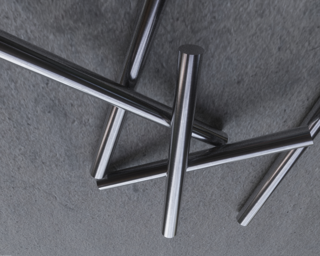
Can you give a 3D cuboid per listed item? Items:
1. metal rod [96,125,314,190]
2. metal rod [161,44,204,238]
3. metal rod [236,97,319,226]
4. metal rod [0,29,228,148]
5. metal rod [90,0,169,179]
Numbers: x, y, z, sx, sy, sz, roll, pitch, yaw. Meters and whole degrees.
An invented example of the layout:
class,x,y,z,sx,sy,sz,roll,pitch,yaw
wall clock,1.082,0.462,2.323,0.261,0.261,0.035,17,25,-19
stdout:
class,x,y,z,sx,sy,sz,roll,pitch,yaw
metal rod,0.043,0.046,0.421,0.300,0.025,0.025,-16,129,22
metal rod,0.022,0.042,0.389,0.025,0.025,0.298,2,128,-2
metal rod,0.182,0.052,0.454,0.025,0.025,0.298,10,129,-9
metal rod,-0.036,-0.031,0.345,0.302,0.025,0.025,22,127,-31
metal rod,-0.043,-0.041,0.371,0.025,0.025,0.298,15,129,-13
